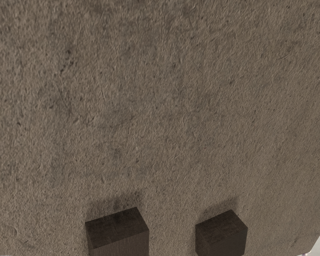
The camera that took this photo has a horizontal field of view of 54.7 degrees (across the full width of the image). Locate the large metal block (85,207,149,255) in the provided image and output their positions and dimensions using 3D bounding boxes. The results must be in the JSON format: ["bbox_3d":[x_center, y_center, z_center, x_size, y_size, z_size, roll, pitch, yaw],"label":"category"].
[{"bbox_3d":[-0.064,0.176,0.466,0.081,0.050,0.079,-12,124,-22],"label":"large metal block"}]

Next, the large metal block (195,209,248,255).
[{"bbox_3d":[0.115,0.213,0.588,0.081,0.050,0.079,-17,126,-19],"label":"large metal block"}]
